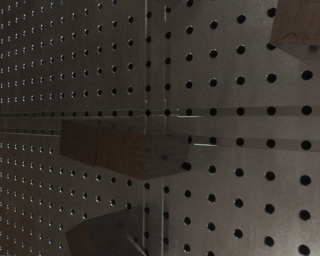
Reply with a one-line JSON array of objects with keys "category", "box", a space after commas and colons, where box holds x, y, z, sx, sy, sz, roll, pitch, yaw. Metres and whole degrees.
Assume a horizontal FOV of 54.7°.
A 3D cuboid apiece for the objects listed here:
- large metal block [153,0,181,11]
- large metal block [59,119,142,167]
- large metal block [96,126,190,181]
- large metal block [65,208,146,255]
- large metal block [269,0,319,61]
[{"category": "large metal block", "box": [0.000, -0.210, 0.391, 0.080, 0.050, 0.080, 47, 118, 29]}, {"category": "large metal block", "box": [-0.083, 0.018, 0.440, 0.080, 0.081, 0.050, 11, 98, 39]}, {"category": "large metal block", "box": [-0.021, 0.027, 0.389, 0.080, 0.081, 0.050, 10, 96, 39]}, {"category": "large metal block", "box": [-0.074, 0.166, 0.432, 0.050, 0.081, 0.080, -37, 68, 33]}, {"category": "large metal block", "box": [0.139, -0.102, 0.258, 0.050, 0.081, 0.079, 16, 100, 38]}]
